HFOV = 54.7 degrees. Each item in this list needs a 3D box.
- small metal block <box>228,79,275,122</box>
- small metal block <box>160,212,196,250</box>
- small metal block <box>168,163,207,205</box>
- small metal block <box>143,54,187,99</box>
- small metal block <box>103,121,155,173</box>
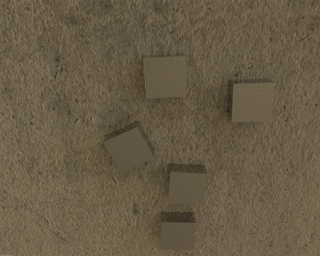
[{"bbox_3d":[0.116,-0.036,0.398,0.050,0.025,0.050,-2,110,0],"label":"small metal block"},{"bbox_3d":[0.026,0.155,0.467,0.050,0.025,0.050,1,110,-1],"label":"small metal block"},{"bbox_3d":[0.038,0.080,0.439,0.050,0.025,0.050,4,110,-2],"label":"small metal block"},{"bbox_3d":[0.007,-0.065,0.386,0.050,0.025,0.050,-3,110,1],"label":"small metal block"},{"bbox_3d":[-0.041,0.025,0.419,0.050,0.025,0.050,-24,109,8],"label":"small metal block"}]
